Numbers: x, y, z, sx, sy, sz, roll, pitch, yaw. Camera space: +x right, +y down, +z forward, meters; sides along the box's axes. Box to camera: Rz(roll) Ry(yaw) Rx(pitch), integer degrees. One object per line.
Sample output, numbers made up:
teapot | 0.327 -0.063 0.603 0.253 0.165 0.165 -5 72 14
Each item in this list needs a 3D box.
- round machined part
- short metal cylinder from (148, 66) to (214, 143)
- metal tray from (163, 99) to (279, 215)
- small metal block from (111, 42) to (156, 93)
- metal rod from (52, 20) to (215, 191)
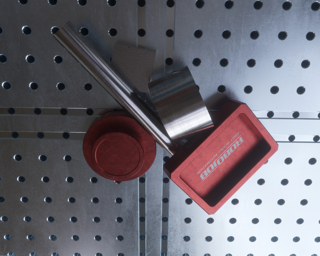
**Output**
round machined part | -0.054 0.029 0.413 0.099 0.042 0.097 0 110 -1
short metal cylinder | 0.026 -0.028 0.374 0.050 0.080 0.080 -24 109 8
metal tray | 0.080 0.038 0.403 0.130 0.030 0.090 -45 113 -2
small metal block | -0.035 -0.076 0.385 0.050 0.025 0.050 12 110 -5
metal rod | -0.012 -0.007 0.393 0.025 0.025 0.300 -38 114 12
